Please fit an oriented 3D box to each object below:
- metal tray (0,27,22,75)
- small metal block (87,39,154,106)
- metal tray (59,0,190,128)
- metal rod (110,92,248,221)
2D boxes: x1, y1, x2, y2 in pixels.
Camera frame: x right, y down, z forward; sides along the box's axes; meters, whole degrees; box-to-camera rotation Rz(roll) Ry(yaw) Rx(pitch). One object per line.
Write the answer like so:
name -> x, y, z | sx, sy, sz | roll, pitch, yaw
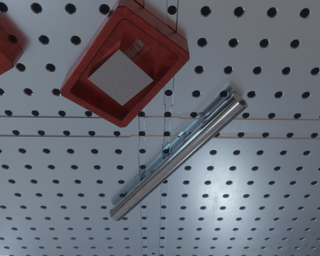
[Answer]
metal tray -> -0.224, -0.102, 0.318 | 0.090, 0.030, 0.130 | -23, 127, 18
small metal block -> -0.042, -0.060, 0.343 | 0.050, 0.025, 0.050 | -36, 122, 26
metal tray -> -0.041, -0.067, 0.350 | 0.090, 0.030, 0.129 | 31, 124, -24
metal rod -> 0.012, 0.058, 0.460 | 0.025, 0.025, 0.299 | 29, 124, -23
